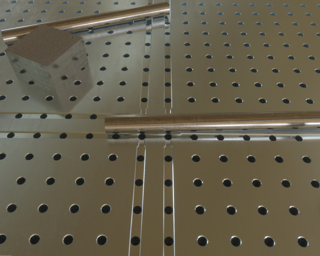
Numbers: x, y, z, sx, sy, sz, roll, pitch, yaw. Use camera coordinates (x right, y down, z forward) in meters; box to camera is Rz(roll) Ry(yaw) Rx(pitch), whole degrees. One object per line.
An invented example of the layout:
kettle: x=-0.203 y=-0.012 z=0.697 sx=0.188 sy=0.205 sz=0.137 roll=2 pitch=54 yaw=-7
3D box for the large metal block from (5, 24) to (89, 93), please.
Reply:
large metal block: x=-0.172 y=-0.110 z=0.482 sx=0.080 sy=0.050 sz=0.080 roll=22 pitch=53 yaw=17

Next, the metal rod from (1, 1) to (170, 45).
metal rod: x=-0.128 y=-0.195 z=0.569 sx=0.302 sy=0.025 sz=0.025 roll=-15 pitch=52 yaw=-13

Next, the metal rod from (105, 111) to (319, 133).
metal rod: x=0.080 y=-0.008 z=0.415 sx=0.302 sy=0.025 sz=0.025 roll=-1 pitch=50 yaw=-2
